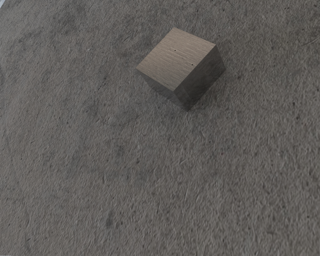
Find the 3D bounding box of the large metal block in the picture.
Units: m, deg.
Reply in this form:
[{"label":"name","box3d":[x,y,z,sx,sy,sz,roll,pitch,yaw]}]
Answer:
[{"label":"large metal block","box3d":[0.028,-0.081,0.424,0.080,0.050,0.080,-48,51,-6]}]
